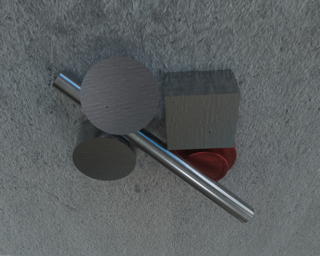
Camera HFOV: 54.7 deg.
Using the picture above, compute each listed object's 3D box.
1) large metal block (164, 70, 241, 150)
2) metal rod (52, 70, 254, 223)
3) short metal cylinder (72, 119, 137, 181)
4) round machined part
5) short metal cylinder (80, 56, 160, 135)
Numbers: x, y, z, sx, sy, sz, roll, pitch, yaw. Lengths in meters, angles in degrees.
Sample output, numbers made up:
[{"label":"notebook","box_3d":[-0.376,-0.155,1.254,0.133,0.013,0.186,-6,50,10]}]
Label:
[{"label":"large metal block","box_3d":[0.047,-0.021,0.372,0.080,0.050,0.079,-3,130,2]},{"label":"metal rod","box_3d":[0.000,0.030,0.390,0.301,0.025,0.025,37,122,-12]},{"label":"short metal cylinder","box_3d":[-0.071,0.025,0.414,0.081,0.050,0.079,0,130,0]},{"label":"round machined part","box_3d":[0.058,0.044,0.434,0.099,0.042,0.097,0,130,0]},{"label":"short metal cylinder","box_3d":[-0.045,-0.034,0.338,0.081,0.050,0.079,-1,92,-14]}]
